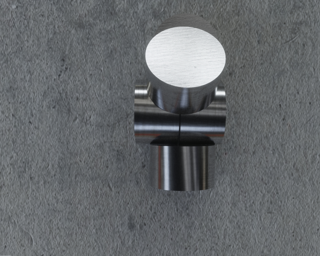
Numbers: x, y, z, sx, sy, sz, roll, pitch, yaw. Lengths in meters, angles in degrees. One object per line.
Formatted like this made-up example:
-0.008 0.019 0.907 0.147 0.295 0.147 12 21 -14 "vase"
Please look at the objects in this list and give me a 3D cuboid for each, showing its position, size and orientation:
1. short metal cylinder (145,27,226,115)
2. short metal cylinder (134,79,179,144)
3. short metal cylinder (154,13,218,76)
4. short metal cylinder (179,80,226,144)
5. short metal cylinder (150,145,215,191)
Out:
0.025 -0.061 0.333 0.081 0.050 0.080 1 61 -1 "short metal cylinder"
-0.004 -0.020 0.384 0.050 0.080 0.079 1 90 -1 "short metal cylinder"
0.031 -0.099 0.400 0.081 0.050 0.079 0 90 -1 "short metal cylinder"
0.049 -0.019 0.384 0.050 0.080 0.079 0 90 0 "short metal cylinder"
0.027 0.045 0.384 0.081 0.080 0.050 0 90 -1 "short metal cylinder"
